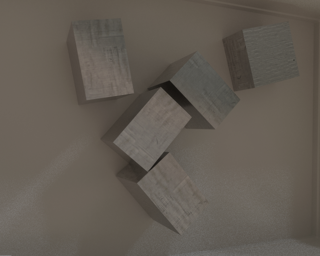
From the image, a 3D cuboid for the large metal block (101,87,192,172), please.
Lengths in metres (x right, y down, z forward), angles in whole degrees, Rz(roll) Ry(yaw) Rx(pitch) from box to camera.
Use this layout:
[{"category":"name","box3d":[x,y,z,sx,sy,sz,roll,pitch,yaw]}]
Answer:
[{"category":"large metal block","box3d":[-0.020,0.001,0.375,0.050,0.080,0.080,43,76,-15]}]

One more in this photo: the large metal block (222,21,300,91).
[{"category":"large metal block","box3d":[0.147,-0.103,0.453,0.081,0.050,0.080,-16,96,-20]}]

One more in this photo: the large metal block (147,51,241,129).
[{"category":"large metal block","box3d":[0.040,-0.044,0.397,0.080,0.080,0.050,45,76,-15]}]

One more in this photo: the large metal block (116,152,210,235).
[{"category":"large metal block","box3d":[0.001,0.075,0.380,0.050,0.080,0.080,-43,104,-20]}]

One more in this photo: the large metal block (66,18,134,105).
[{"category":"large metal block","box3d":[-0.071,-0.072,0.355,0.050,0.080,0.079,-11,94,-20]}]
